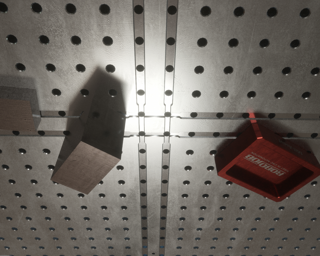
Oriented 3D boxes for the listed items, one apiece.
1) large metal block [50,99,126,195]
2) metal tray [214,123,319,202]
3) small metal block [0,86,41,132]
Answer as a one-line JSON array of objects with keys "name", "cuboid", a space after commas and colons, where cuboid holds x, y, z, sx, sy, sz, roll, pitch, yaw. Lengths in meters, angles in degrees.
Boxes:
[{"name": "large metal block", "cuboid": [-0.089, 0.024, 0.395, 0.050, 0.080, 0.080, 29, 124, -23]}, {"name": "metal tray", "cuboid": [0.159, 0.056, 0.458, 0.131, 0.030, 0.090, 26, 125, -21]}, {"name": "small metal block", "cuboid": [-0.182, -0.023, 0.389, 0.050, 0.025, 0.050, 5, 130, -5]}]
